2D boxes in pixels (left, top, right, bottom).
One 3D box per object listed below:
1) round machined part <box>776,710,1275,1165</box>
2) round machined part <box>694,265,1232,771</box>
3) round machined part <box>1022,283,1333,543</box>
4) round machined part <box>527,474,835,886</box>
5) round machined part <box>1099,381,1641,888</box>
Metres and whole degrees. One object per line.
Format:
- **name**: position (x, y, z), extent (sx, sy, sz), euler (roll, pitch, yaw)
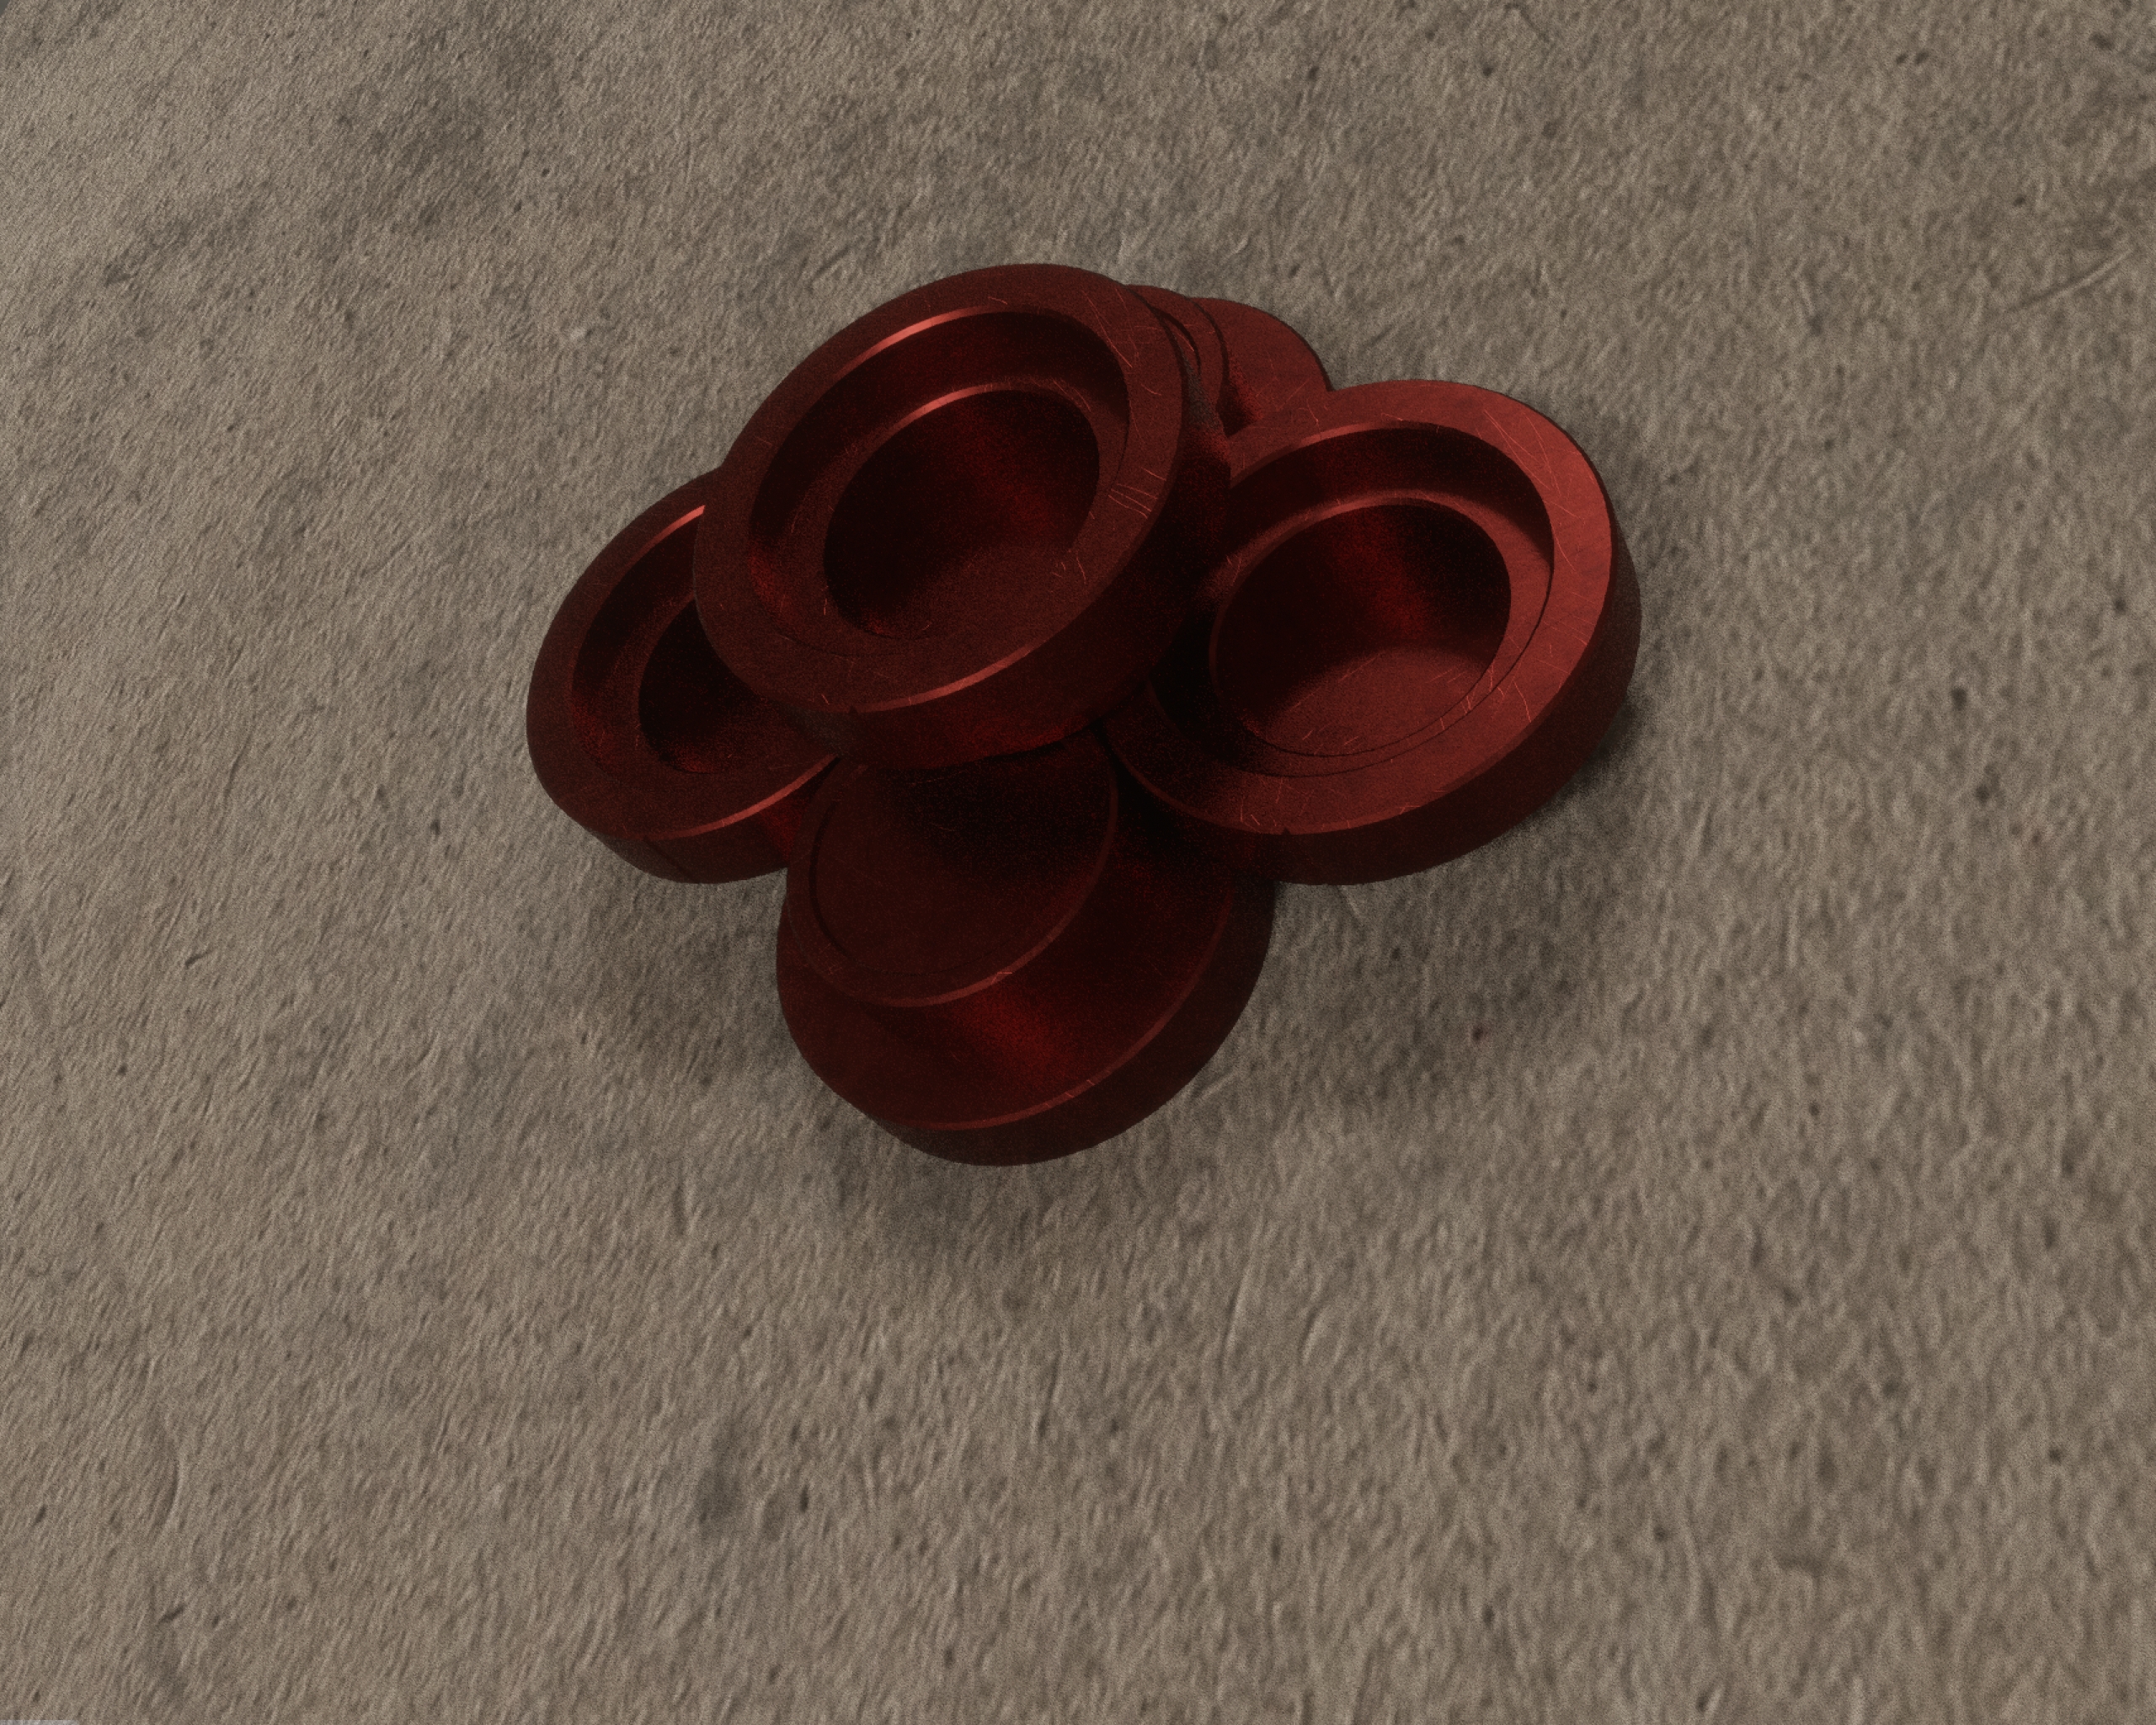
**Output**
- **round machined part**: position (-0.016, 0.005, 0.398), extent (0.098, 0.042, 0.098), euler (-13, 56, 20)
- **round machined part**: position (-0.018, -0.059, 0.384), extent (0.098, 0.042, 0.098), euler (-13, 57, 21)
- **round machined part**: position (0.007, -0.082, 0.440), extent (0.098, 0.042, 0.098), euler (-13, 56, 20)
- **round machined part**: position (-0.066, -0.038, 0.450), extent (0.098, 0.042, 0.098), euler (-13, 56, 20)
- **round machined part**: position (0.055, -0.038, 0.388), extent (0.098, 0.042, 0.098), euler (-13, 56, 20)
